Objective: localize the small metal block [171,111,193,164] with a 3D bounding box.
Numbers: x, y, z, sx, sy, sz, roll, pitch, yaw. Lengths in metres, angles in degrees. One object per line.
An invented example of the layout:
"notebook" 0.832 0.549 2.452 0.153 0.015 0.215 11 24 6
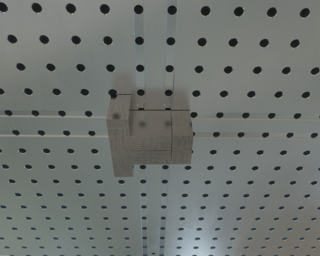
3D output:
"small metal block" 0.027 0.012 0.405 0.025 0.050 0.050 0 130 0

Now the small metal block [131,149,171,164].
"small metal block" -0.011 0.022 0.413 0.050 0.050 0.025 0 130 -1

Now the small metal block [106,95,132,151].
"small metal block" -0.049 -0.007 0.388 0.025 0.050 0.050 0 130 0

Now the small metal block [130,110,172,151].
"small metal block" -0.011 0.002 0.396 0.050 0.050 0.025 0 130 -1

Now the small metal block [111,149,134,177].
"small metal block" -0.049 0.031 0.420 0.025 0.050 0.050 0 130 0
